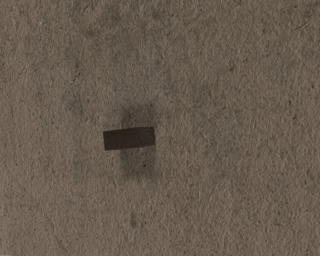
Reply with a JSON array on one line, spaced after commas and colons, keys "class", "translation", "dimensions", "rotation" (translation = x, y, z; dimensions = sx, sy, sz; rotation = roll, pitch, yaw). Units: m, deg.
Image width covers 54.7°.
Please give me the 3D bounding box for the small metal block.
[{"class": "small metal block", "translation": [-0.039, 0.014, 0.409], "dimensions": [0.050, 0.050, 0.025], "rotation": [-7, 88, 19]}]
